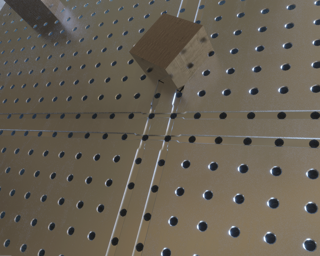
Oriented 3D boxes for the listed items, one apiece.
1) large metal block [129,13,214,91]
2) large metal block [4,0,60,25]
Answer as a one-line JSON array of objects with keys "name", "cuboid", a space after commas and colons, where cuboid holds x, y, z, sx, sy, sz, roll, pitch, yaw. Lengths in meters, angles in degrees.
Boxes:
[{"name": "large metal block", "cuboid": [0.017, -0.113, 0.454, 0.080, 0.050, 0.080, 34, 81, 38]}, {"name": "large metal block", "cuboid": [-0.293, -0.294, 0.709, 0.080, 0.080, 0.050, -9, 58, 24]}]
